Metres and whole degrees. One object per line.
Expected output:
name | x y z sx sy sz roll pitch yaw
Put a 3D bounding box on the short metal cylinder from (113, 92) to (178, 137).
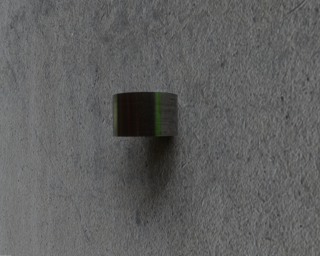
short metal cylinder | -0.018 -0.015 0.384 0.080 0.081 0.050 -1 90 39
